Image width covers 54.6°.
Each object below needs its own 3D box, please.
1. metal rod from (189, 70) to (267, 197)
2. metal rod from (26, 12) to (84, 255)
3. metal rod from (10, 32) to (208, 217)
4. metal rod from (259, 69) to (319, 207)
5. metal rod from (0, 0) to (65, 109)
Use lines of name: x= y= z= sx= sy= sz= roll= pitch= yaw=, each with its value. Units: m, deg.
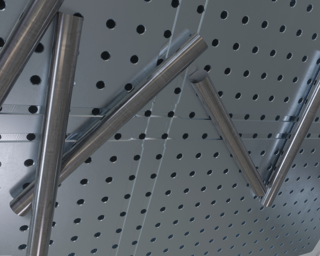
metal rod: x=0.119 y=0.026 z=0.491 sx=0.025 sy=0.025 sz=0.300 roll=-39 pitch=129 yaw=-2
metal rod: x=-0.120 y=0.031 z=0.339 sx=0.025 sy=0.025 sz=0.298 roll=4 pitch=109 yaw=-30
metal rod: x=-0.062 y=-0.004 z=0.374 sx=0.300 sy=0.025 sz=0.025 roll=-42 pitch=129 yaw=1
metal rod: x=0.243 y=0.017 z=0.553 sx=0.025 sy=0.025 sz=0.298 roll=0 pitch=118 yaw=-29
metal rod: x=-0.167 y=-0.027 z=0.302 sx=0.025 sy=0.025 sz=0.299 roll=28 pitch=103 yaw=-37
